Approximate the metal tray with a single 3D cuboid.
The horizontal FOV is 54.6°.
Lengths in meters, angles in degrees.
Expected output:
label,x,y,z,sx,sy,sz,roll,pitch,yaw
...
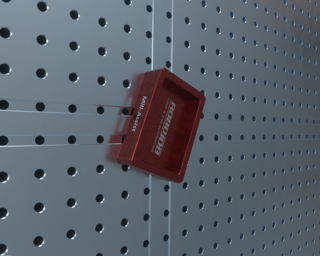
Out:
label,x,y,z,sx,sy,sz,roll,pitch,yaw
metal tray,0.007,-0.002,0.410,0.090,0.030,0.130,28,73,-37
